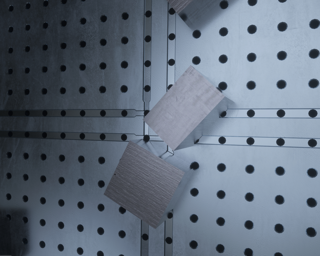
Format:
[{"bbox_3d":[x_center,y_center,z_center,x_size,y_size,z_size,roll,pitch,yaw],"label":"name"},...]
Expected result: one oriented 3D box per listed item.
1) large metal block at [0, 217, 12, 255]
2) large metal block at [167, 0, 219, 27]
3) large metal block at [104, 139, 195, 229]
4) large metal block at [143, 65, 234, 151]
[{"bbox_3d":[-0.294,0.190,0.504,0.080,0.050,0.080,-5,89,20],"label":"large metal block"},{"bbox_3d":[0.037,-0.190,0.386,0.080,0.050,0.080,-38,78,16],"label":"large metal block"},{"bbox_3d":[-0.013,0.069,0.404,0.080,0.050,0.080,29,100,17],"label":"large metal block"},{"bbox_3d":[0.037,-0.021,0.370,0.050,0.080,0.080,46,104,14],"label":"large metal block"}]
